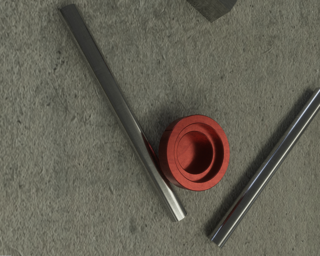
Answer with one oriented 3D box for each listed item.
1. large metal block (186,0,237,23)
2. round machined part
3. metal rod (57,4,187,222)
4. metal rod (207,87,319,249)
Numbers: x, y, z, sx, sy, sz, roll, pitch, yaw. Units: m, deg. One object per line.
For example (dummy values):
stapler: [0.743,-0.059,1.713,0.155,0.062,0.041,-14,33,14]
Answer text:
large metal block: [0.073,-0.208,0.424,0.080,0.050,0.080,36,78,-17]
round machined part: [0.041,0.032,0.411,0.099,0.042,0.097,3,85,-28]
metal rod: [-0.042,-0.011,0.394,0.025,0.025,0.299,-31,100,-18]
metal rod: [0.172,0.053,0.474,0.025,0.025,0.300,44,76,-15]
